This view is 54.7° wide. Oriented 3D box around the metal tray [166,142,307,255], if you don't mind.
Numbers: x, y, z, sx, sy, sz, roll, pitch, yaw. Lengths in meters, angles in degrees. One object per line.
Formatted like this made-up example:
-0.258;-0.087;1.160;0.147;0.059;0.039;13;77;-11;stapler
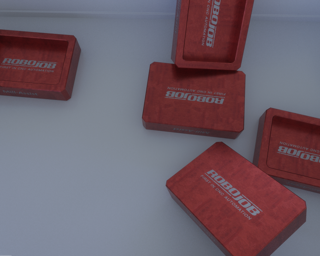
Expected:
0.079;0.080;0.345;0.090;0.030;0.130;-36;44;-14;metal tray

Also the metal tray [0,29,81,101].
-0.187;-0.090;0.437;0.131;0.030;0.090;5;70;1;metal tray

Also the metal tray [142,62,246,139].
0.046;-0.038;0.421;0.131;0.030;0.090;7;70;2;metal tray

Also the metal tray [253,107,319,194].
0.191;0.033;0.397;0.131;0.030;0.090;13;70;4;metal tray

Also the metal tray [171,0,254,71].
0.067;-0.142;0.394;0.091;0.129;0.030;1;26;-10;metal tray
